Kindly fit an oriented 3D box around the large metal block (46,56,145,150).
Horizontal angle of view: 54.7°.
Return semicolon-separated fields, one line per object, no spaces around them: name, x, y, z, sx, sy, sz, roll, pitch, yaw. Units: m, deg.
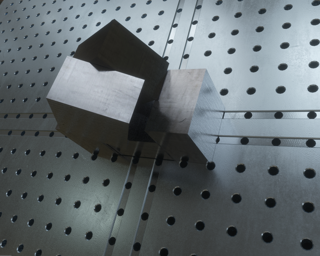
large metal block;-0.066;-0.023;0.334;0.080;0.080;0.050;17;67;-1

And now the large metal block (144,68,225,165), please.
large metal block;0.033;-0.012;0.361;0.050;0.080;0.080;4;64;30

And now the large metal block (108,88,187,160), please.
large metal block;-0.018;-0.008;0.403;0.080;0.050;0.080;3;63;29

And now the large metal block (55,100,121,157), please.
large metal block;-0.083;-0.014;0.424;0.050;0.080;0.080;2;63;29

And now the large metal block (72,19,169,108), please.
large metal block;-0.051;-0.066;0.357;0.080;0.080;0.050;-12;53;48
